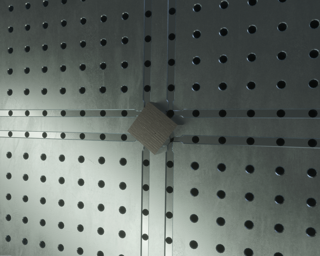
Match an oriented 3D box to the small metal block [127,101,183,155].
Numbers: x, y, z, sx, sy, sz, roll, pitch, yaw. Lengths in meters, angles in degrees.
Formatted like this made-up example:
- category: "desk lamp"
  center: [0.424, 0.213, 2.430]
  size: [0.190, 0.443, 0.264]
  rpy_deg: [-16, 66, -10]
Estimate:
- category: "small metal block"
  center: [-0.006, 0.000, 0.415]
  size: [0.050, 0.025, 0.050]
  rpy_deg: [40, 103, 15]
